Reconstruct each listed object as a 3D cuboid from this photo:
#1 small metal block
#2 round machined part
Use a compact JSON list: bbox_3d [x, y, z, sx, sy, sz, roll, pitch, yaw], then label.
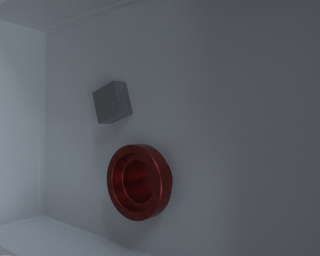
[{"bbox_3d":[-0.072,-0.037,0.463,0.050,0.025,0.050,-21,77,37],"label":"small metal block"},{"bbox_3d":[-0.022,0.070,0.412,0.098,0.042,0.097,0,90,39],"label":"round machined part"}]
